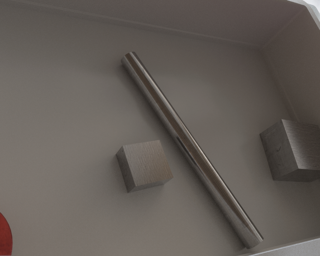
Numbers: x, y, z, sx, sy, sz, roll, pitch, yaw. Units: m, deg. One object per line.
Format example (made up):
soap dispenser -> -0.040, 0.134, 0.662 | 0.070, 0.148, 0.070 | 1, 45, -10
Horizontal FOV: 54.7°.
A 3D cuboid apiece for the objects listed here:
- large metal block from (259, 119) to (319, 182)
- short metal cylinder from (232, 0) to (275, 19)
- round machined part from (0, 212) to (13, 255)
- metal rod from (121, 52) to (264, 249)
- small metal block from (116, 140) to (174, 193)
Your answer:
large metal block -> 0.214, 0.037, 0.485 | 0.081, 0.050, 0.080 | 7, 59, -25
short metal cylinder -> 0.207, -0.290, 0.684 | 0.081, 0.050, 0.080 | 14, 56, -21
round machined part -> -0.166, 0.093, 0.234 | 0.099, 0.042, 0.098 | 16, 42, -14
metal rod -> 0.036, 0.021, 0.413 | 0.025, 0.025, 0.299 | -25, 75, -37
small metal block -> -0.019, 0.045, 0.369 | 0.050, 0.025, 0.050 | -7, 66, -32
